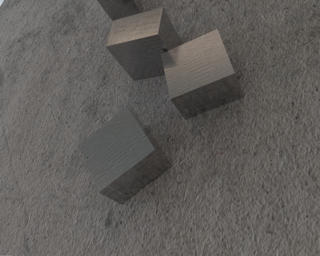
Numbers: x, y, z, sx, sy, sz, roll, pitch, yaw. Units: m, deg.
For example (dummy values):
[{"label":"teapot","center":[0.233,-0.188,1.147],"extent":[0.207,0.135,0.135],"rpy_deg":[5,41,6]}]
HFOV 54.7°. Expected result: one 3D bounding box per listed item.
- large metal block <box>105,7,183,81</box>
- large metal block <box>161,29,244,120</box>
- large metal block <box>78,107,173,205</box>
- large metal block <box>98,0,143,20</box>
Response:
[{"label":"large metal block","center":[-0.018,-0.118,0.451],"extent":[0.080,0.080,0.050],"rpy_deg":[-5,60,25]},{"label":"large metal block","center":[0.053,-0.069,0.402],"extent":[0.080,0.050,0.080],"rpy_deg":[-21,54,15]},{"label":"large metal block","center":[-0.045,0.034,0.390],"extent":[0.080,0.050,0.080],"rpy_deg":[-38,51,3]},{"label":"large metal block","center":[-0.072,-0.231,0.548],"extent":[0.050,0.080,0.080],"rpy_deg":[-24,53,13]}]
